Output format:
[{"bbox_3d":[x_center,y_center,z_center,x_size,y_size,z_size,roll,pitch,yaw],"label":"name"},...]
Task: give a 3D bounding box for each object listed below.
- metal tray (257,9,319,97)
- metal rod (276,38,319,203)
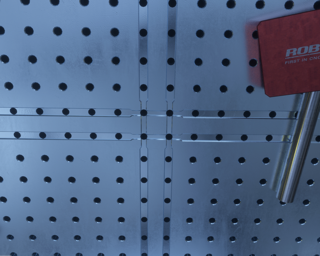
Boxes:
[{"bbox_3d":[0.184,-0.090,0.356,0.130,0.030,0.089,-7,106,19],"label":"metal tray"},{"bbox_3d":[0.197,-0.037,0.401,0.025,0.025,0.298,5,110,-2],"label":"metal rod"}]
